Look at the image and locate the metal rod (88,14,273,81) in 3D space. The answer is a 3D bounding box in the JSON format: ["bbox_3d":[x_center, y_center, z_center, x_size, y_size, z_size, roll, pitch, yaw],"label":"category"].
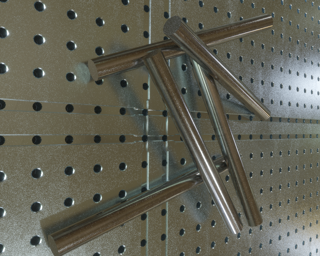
[{"bbox_3d":[0.047,-0.117,0.420,0.302,0.025,0.025,-23,105,-28],"label":"metal rod"}]

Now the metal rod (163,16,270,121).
[{"bbox_3d":[0.103,-0.071,0.463,0.301,0.025,0.025,27,73,-48],"label":"metal rod"}]

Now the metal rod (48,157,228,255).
[{"bbox_3d":[0.003,0.088,0.413,0.302,0.025,0.025,-17,101,-39],"label":"metal rod"}]

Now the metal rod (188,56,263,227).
[{"bbox_3d":[0.097,0.010,0.468,0.025,0.025,0.298,-26,99,-37],"label":"metal rod"}]

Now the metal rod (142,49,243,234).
[{"bbox_3d":[0.054,0.035,0.419,0.025,0.025,0.299,-44,119,-31],"label":"metal rod"}]
